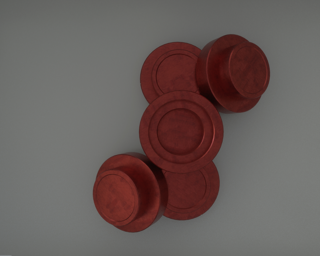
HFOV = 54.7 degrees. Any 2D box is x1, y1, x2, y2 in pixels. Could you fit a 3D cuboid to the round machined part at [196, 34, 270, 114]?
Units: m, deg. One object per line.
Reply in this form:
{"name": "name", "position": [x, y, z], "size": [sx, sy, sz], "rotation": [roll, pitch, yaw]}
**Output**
{"name": "round machined part", "position": [0.096, -0.068, 0.381], "size": [0.099, 0.042, 0.097], "rotation": [2, 87, -31]}

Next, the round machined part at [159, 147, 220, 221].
{"name": "round machined part", "position": [0.029, 0.072, 0.402], "size": [0.099, 0.042, 0.097], "rotation": [0, 90, -1]}

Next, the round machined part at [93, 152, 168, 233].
{"name": "round machined part", "position": [-0.043, 0.081, 0.380], "size": [0.098, 0.042, 0.097], "rotation": [2, 95, 29]}

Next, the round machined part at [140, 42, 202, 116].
{"name": "round machined part", "position": [0.023, -0.063, 0.401], "size": [0.099, 0.042, 0.097], "rotation": [0, 90, -1]}

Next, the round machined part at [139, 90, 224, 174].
{"name": "round machined part", "position": [0.025, 0.005, 0.380], "size": [0.099, 0.042, 0.097], "rotation": [0, 90, -1]}
